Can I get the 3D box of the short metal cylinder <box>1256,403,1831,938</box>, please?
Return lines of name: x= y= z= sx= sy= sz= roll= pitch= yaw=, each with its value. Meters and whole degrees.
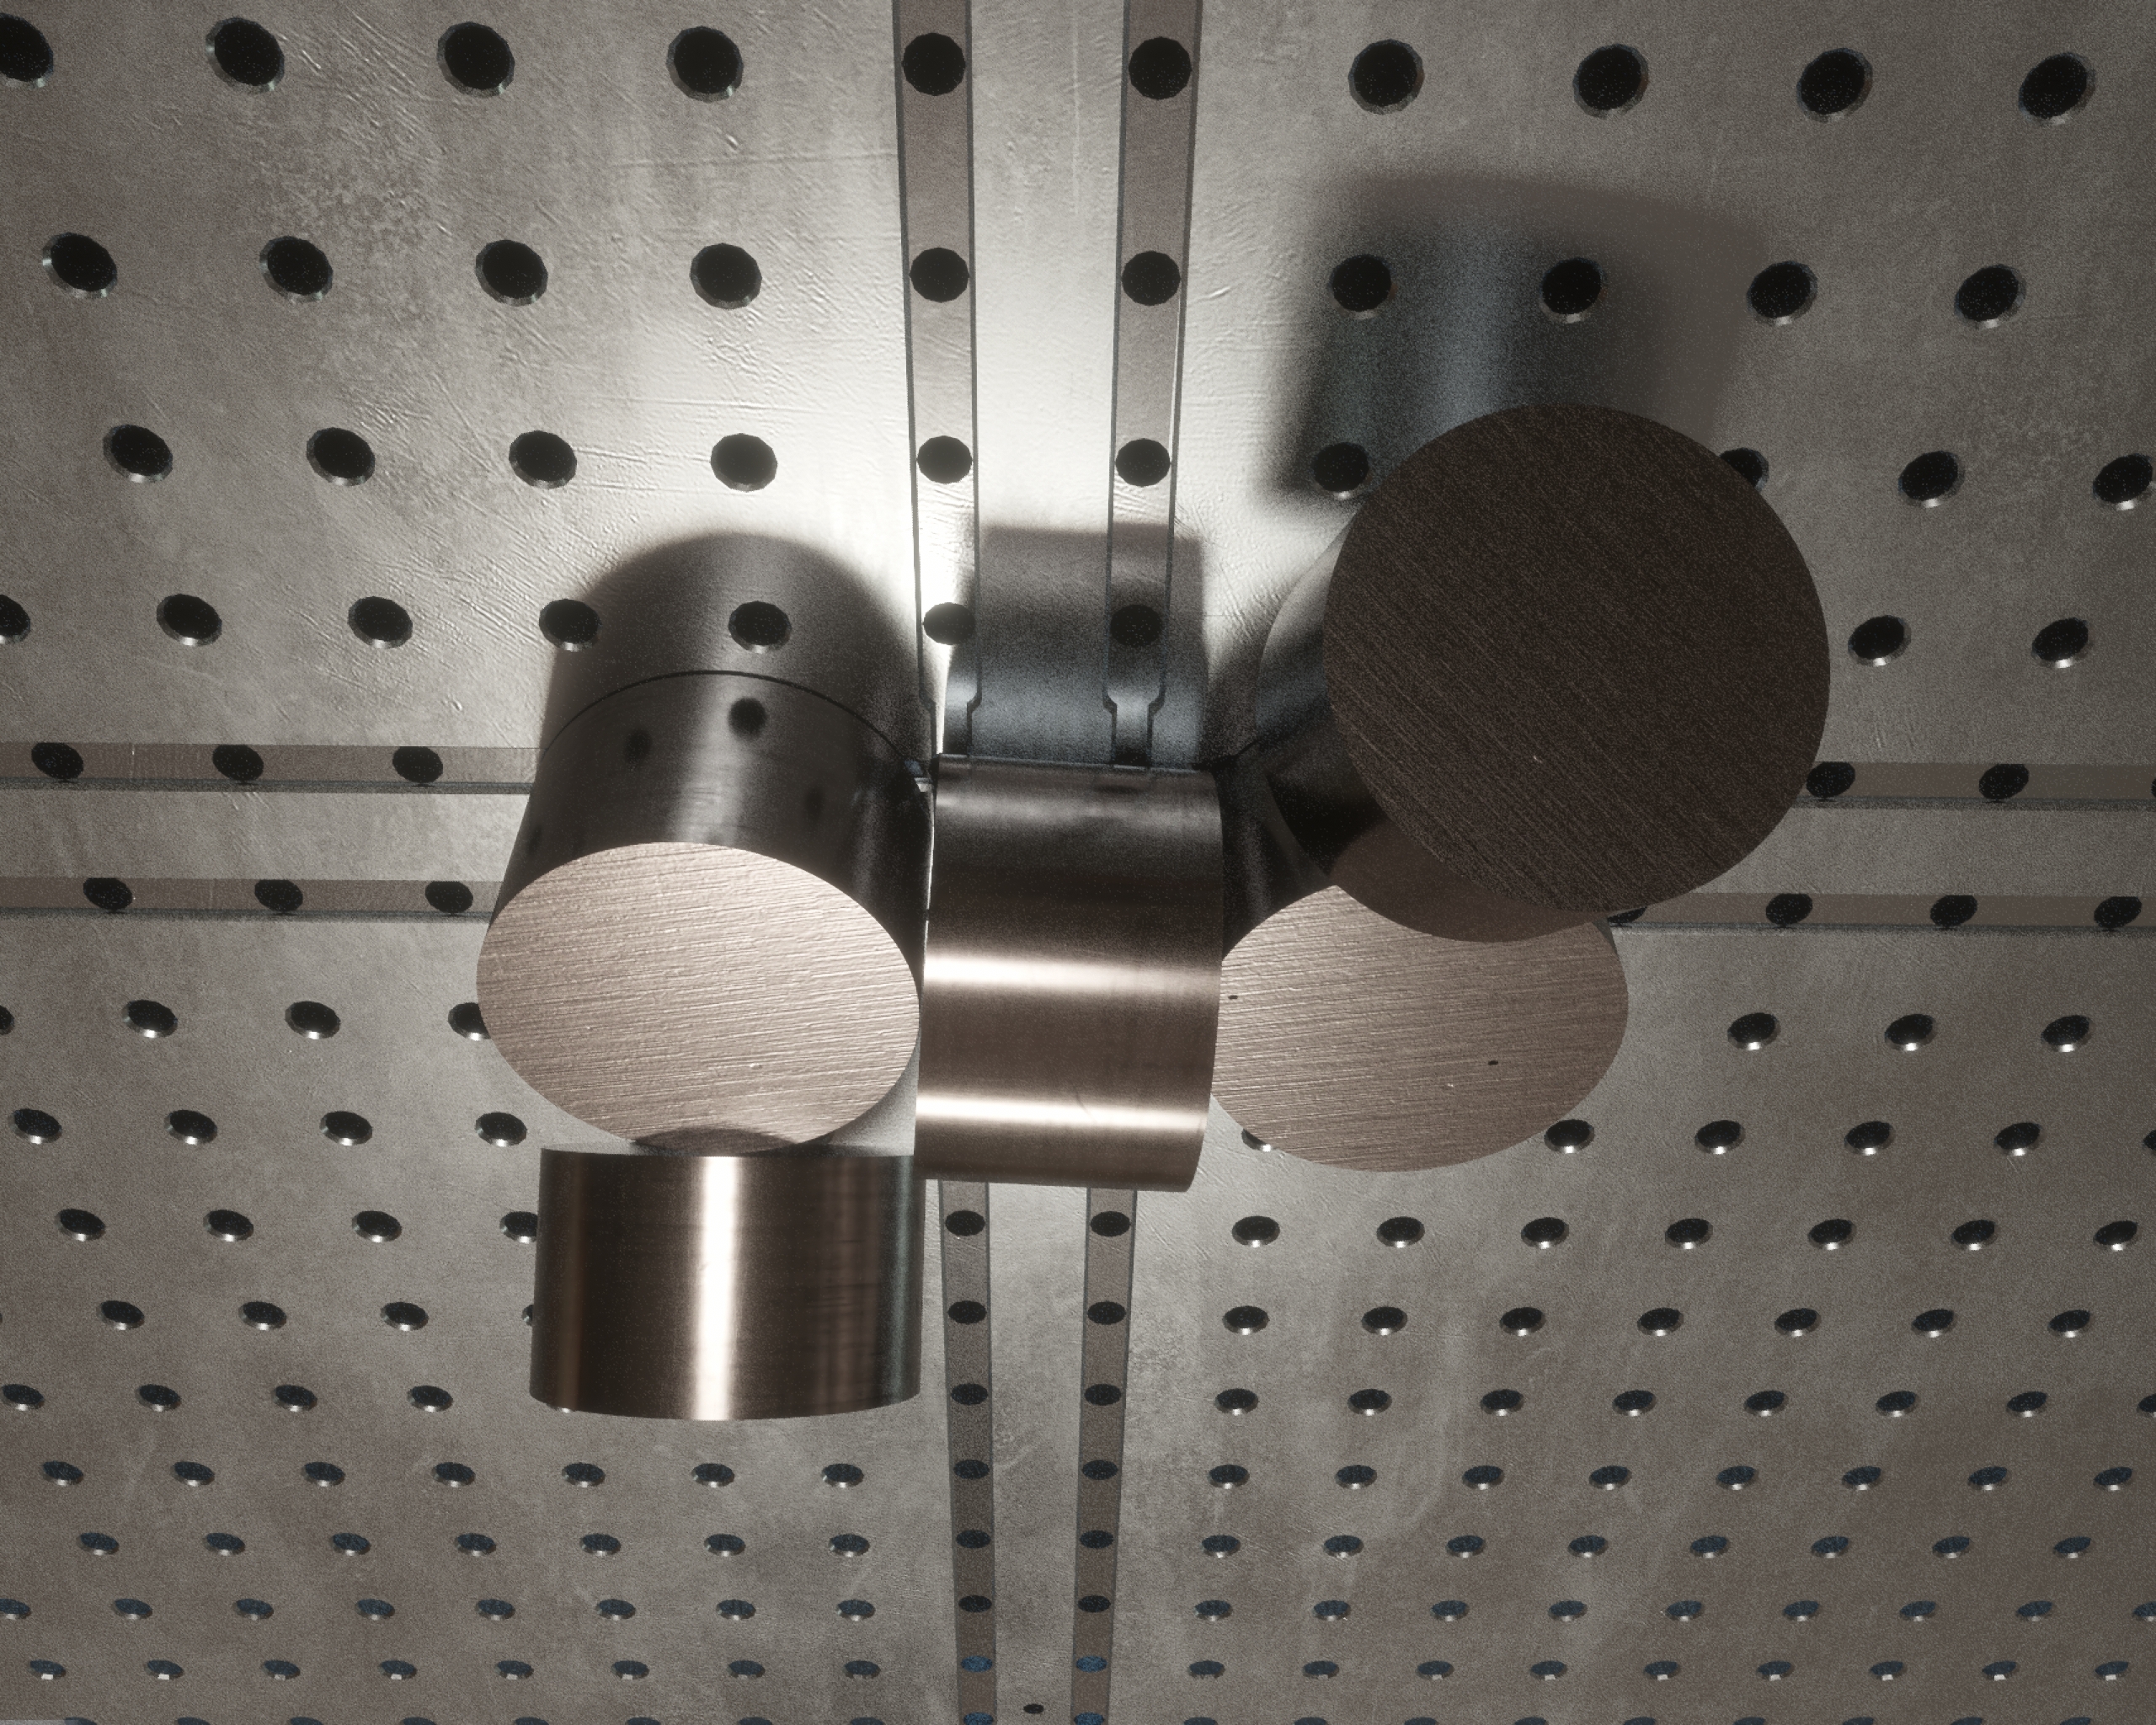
short metal cylinder: x=0.074 y=-0.029 z=0.343 sx=0.081 sy=0.080 sz=0.050 roll=7 pitch=171 yaw=-6

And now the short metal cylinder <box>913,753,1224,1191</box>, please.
short metal cylinder: x=-0.003 y=0.021 z=0.393 sx=0.050 sy=0.080 sz=0.079 roll=4 pitch=130 yaw=-4

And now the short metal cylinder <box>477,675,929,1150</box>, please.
short metal cylinder: x=-0.070 y=0.011 z=0.402 sx=0.081 sy=0.050 sz=0.079 roll=0 pitch=130 yaw=0

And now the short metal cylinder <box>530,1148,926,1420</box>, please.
short metal cylinder: x=-0.073 y=0.085 z=0.440 sx=0.081 sy=0.050 sz=0.080 roll=1 pitch=174 yaw=0

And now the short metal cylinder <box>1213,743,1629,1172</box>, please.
short metal cylinder: x=0.062 y=0.015 z=0.408 sx=0.081 sy=0.050 sz=0.079 roll=0 pitch=130 yaw=0
